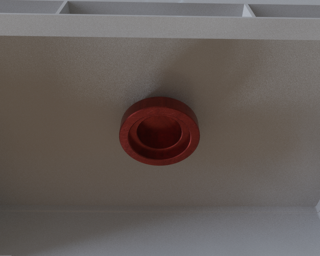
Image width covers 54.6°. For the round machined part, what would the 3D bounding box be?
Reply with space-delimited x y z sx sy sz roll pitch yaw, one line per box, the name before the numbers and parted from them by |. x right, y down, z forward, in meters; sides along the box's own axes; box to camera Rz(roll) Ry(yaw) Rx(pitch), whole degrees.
round machined part | -0.001 0.000 0.393 0.099 0.042 0.097 0 130 0
